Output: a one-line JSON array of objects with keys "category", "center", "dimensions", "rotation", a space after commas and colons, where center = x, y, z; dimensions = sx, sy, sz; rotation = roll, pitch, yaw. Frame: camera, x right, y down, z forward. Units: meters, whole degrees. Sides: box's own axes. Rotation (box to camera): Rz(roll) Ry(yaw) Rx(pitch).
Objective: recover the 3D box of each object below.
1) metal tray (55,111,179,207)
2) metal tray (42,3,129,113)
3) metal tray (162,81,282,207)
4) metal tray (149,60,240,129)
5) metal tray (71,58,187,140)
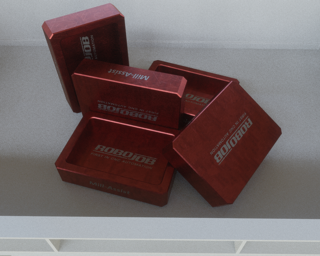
[{"category": "metal tray", "center": [-0.044, 0.033, 0.370], "dimensions": [0.131, 0.030, 0.090], "rotation": [12, 51, 10]}, {"category": "metal tray", "center": [-0.088, -0.086, 0.405], "dimensions": [0.091, 0.129, 0.030], "rotation": [-24, 55, -19]}, {"category": "metal tray", "center": [0.076, 0.015, 0.362], "dimensions": [0.090, 0.030, 0.131], "rotation": [47, 60, -1]}, {"category": "metal tray", "center": [0.037, -0.045, 0.438], "dimensions": [0.130, 0.030, 0.090], "rotation": [16, 52, 13]}, {"category": "metal tray", "center": [-0.036, -0.032, 0.386], "dimensions": [0.131, 0.089, 0.030], "rotation": [12, 51, 9]}]
